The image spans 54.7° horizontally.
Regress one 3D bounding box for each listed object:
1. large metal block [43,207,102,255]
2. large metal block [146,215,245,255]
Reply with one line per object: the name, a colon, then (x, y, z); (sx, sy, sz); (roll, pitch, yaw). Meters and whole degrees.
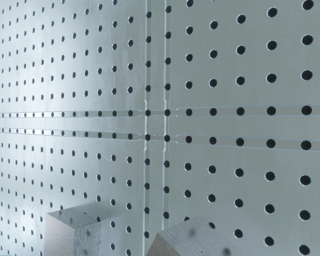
large metal block: (-0.145, 0.186, 0.510); (0.080, 0.050, 0.079); (9, 96, 39)
large metal block: (0.041, 0.150, 0.339); (0.080, 0.081, 0.050); (37, 113, 33)
